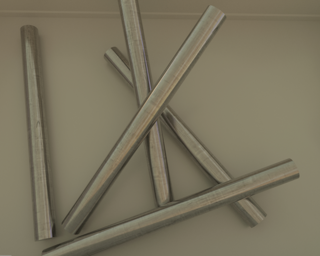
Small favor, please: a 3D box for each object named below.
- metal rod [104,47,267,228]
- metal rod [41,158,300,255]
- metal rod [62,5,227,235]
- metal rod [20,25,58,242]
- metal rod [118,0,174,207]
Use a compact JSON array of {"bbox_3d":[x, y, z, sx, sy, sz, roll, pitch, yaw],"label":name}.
[{"bbox_3d":[0.024,0.002,0.408,0.025,0.025,0.300,-37,74,-12],"label":"metal rod"},{"bbox_3d":[0.012,0.099,0.355,0.301,0.025,0.025,-20,71,-1],"label":"metal rod"},{"bbox_3d":[-0.021,-0.005,0.355,0.025,0.025,0.299,35,95,12],"label":"metal rod"},{"bbox_3d":[-0.164,-0.008,0.411,0.025,0.025,0.299,-11,70,-4],"label":"metal rod"},{"bbox_3d":[-0.021,-0.054,0.381,0.025,0.025,0.298,-10,88,-4],"label":"metal rod"}]
